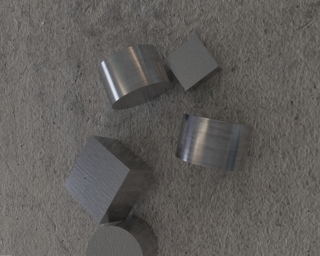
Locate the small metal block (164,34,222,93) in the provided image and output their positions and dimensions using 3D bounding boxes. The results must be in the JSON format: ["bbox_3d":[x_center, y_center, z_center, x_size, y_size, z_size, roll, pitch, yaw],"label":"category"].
[{"bbox_3d":[0.042,-0.081,0.394,0.050,0.025,0.050,-37,79,16],"label":"small metal block"}]

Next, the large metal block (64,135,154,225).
[{"bbox_3d":[-0.068,0.066,0.409,0.080,0.050,0.080,36,102,32],"label":"large metal block"}]

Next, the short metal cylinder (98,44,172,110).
[{"bbox_3d":[-0.031,-0.062,0.391,0.080,0.080,0.050,-25,82,18],"label":"short metal cylinder"}]

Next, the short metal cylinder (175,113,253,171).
[{"bbox_3d":[0.062,0.015,0.358,0.080,0.080,0.050,12,94,19],"label":"short metal cylinder"}]

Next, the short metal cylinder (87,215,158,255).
[{"bbox_3d":[-0.049,0.163,0.413,0.080,0.050,0.080,0,90,20],"label":"short metal cylinder"}]
